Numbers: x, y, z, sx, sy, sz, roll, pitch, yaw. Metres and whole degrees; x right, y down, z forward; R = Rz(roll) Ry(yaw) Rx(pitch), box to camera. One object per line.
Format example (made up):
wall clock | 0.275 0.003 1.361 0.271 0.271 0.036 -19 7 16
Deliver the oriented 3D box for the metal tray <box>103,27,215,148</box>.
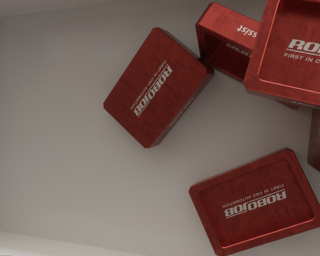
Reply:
metal tray | -0.005 -0.049 0.400 0.090 0.030 0.129 43 112 14

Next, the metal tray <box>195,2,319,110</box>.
metal tray | 0.104 -0.075 0.336 0.130 0.090 0.030 32 85 17

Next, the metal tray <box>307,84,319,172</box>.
metal tray | 0.179 -0.021 0.311 0.030 0.090 0.129 6 92 16

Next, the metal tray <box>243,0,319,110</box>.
metal tray | 0.145 -0.060 0.255 0.130 0.030 0.089 16 92 16

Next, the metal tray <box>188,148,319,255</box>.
metal tray | 0.111 0.088 0.368 0.130 0.030 0.090 -26 82 18
